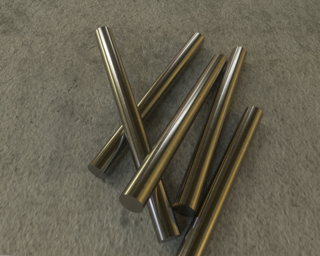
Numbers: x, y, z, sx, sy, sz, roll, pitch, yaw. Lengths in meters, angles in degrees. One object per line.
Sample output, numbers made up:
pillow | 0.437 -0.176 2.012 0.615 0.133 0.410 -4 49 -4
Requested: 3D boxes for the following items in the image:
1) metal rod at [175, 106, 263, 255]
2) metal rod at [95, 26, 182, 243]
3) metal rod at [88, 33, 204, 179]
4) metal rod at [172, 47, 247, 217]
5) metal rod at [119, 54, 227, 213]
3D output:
metal rod | 0.058 0.081 0.335 0.025 0.025 0.301 22 53 17
metal rod | -0.036 -0.013 0.380 0.025 0.025 0.299 -14 62 -12
metal rod | -0.004 -0.051 0.445 0.025 0.025 0.301 22 53 17
metal rod | 0.077 -0.019 0.412 0.025 0.025 0.301 16 49 13
metal rod | 0.034 -0.019 0.390 0.025 0.025 0.301 19 44 15
